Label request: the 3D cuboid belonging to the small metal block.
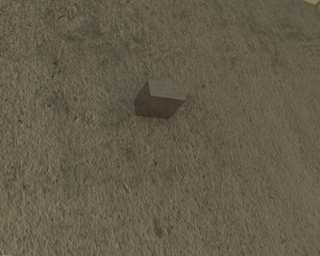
[{"bbox_3d":[-0.001,-0.037,0.412,0.050,0.050,0.025,5,60,-26],"label":"small metal block"}]
